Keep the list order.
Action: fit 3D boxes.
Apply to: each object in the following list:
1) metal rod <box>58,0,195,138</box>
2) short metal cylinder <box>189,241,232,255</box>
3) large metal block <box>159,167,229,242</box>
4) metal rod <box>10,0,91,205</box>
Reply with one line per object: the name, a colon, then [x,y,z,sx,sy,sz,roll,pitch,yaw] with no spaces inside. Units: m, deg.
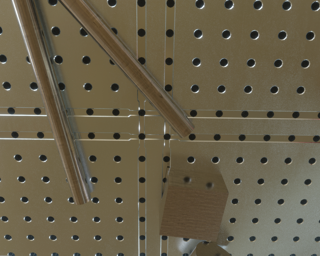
metal rod: [-0.060,-0.102,0.374,0.025,0.025,0.300,-39,106,13]
short metal cylinder: [0.076,0.220,0.466,0.080,0.080,0.050,26,108,-10]
large metal block: [0.045,0.108,0.441,0.081,0.050,0.079,8,110,-4]
metal rod: [-0.137,-0.033,0.399,0.025,0.025,0.298,-9,110,3]
